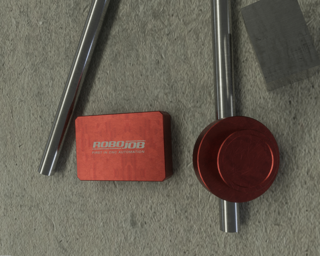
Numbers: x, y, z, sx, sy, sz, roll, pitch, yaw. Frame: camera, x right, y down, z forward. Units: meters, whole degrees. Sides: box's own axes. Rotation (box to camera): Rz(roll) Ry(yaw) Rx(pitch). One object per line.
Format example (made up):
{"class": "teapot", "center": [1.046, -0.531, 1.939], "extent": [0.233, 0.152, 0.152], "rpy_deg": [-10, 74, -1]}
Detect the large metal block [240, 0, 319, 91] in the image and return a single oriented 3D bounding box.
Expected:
{"class": "large metal block", "center": [0.128, -0.089, 0.335], "extent": [0.050, 0.080, 0.080], "rpy_deg": [-19, 84, 19]}

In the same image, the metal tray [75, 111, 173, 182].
{"class": "metal tray", "center": [-0.051, 0.025, 0.423], "extent": [0.130, 0.030, 0.089], "rpy_deg": [-3, 89, 19]}

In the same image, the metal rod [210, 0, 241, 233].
{"class": "metal rod", "center": [0.080, -0.025, 0.380], "extent": [0.025, 0.025, 0.298], "rpy_deg": [-2, 89, 19]}

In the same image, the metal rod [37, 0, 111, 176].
{"class": "metal rod", "center": [-0.121, -0.072, 0.450], "extent": [0.025, 0.025, 0.298], "rpy_deg": [22, 97, 18]}

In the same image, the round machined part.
{"class": "round machined part", "center": [0.090, 0.035, 0.346], "extent": [0.099, 0.042, 0.097], "rpy_deg": [0, 89, -10]}
